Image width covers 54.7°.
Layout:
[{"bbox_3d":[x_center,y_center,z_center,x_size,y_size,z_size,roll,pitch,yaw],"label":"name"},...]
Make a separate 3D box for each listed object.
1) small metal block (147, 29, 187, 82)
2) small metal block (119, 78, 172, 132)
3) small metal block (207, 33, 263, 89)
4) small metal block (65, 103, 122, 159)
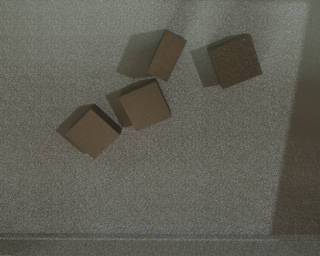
[{"bbox_3d":[0.007,-0.087,0.366,0.025,0.050,0.050,24,108,-9],"label":"small metal block"},{"bbox_3d":[-0.018,-0.030,0.400,0.050,0.025,0.050,-23,109,7],"label":"small metal block"},{"bbox_3d":[0.092,-0.082,0.382,0.050,0.025,0.050,-21,109,7],"label":"small metal block"},{"bbox_3d":[-0.087,0.005,0.412,0.050,0.025,0.050,-42,105,13],"label":"small metal block"}]
